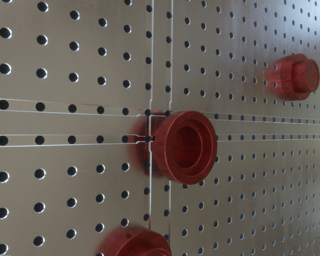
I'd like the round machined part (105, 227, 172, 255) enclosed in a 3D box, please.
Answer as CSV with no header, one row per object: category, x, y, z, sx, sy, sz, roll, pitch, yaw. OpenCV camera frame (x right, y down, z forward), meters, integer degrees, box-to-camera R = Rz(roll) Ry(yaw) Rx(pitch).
round machined part,-0.021,0.177,0.380,0.099,0.042,0.097,0,90,-40

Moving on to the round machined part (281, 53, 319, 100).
round machined part,0.296,-0.106,0.644,0.099,0.042,0.097,0,90,-40

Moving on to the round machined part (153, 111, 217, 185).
round machined part,0.030,0.026,0.422,0.099,0.042,0.097,0,90,-40
